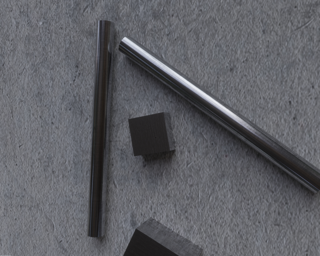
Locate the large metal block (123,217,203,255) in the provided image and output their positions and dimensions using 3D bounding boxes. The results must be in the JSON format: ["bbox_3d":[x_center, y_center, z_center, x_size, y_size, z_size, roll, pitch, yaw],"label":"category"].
[{"bbox_3d":[-0.003,0.176,0.396,0.080,0.050,0.080,27,99,17],"label":"large metal block"}]

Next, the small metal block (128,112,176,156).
[{"bbox_3d":[-0.011,0.008,0.412,0.050,0.025,0.050,-11,87,19],"label":"small metal block"}]

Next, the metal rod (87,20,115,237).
[{"bbox_3d":[-0.084,0.002,0.437,0.025,0.025,0.298,3,91,19],"label":"metal rod"}]

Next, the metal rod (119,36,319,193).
[{"bbox_3d":[0.066,-0.026,0.385,0.300,0.025,0.025,38,102,15],"label":"metal rod"}]
